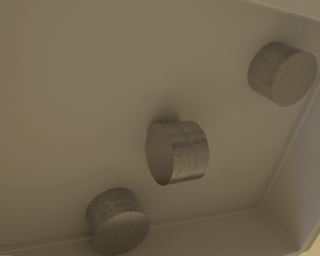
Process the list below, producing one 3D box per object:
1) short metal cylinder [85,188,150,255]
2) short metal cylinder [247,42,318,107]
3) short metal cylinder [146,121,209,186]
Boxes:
[{"bbox_3d":[-0.061,0.133,0.443,0.081,0.050,0.079,-14,124,-21],"label":"short metal cylinder"},{"bbox_3d":[0.174,-0.077,0.442,0.081,0.050,0.079,-14,125,-21],"label":"short metal cylinder"},{"bbox_3d":[0.020,0.032,0.406,0.050,0.080,0.079,-5,121,-26],"label":"short metal cylinder"}]
